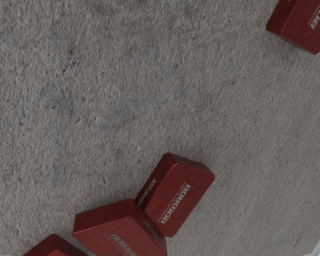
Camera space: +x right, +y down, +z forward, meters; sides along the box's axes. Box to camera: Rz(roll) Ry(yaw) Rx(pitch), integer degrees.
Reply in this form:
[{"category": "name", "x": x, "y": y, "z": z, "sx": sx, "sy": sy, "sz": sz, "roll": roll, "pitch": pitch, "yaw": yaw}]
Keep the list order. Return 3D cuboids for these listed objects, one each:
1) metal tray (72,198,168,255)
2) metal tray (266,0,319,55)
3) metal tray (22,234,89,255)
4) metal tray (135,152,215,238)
[{"category": "metal tray", "x": -0.054, "y": 0.161, "z": 0.452, "sx": 0.090, "sy": 0.030, "sz": 0.130, "roll": -20, "pitch": 130, "yaw": 11}, {"category": "metal tray", "x": 0.209, "y": -0.174, "z": 0.410, "sx": 0.091, "sy": 0.030, "sz": 0.129, "roll": 13, "pitch": 112, "yaw": -34}, {"category": "metal tray", "x": -0.175, "y": 0.220, "z": 0.444, "sx": 0.130, "sy": 0.030, "sz": 0.090, "roll": -37, "pitch": 129, "yaw": -4}, {"category": "metal tray", "x": 0.015, "y": 0.107, "z": 0.478, "sx": 0.091, "sy": 0.030, "sz": 0.129, "roll": 22, "pitch": 107, "yaw": -36}]
